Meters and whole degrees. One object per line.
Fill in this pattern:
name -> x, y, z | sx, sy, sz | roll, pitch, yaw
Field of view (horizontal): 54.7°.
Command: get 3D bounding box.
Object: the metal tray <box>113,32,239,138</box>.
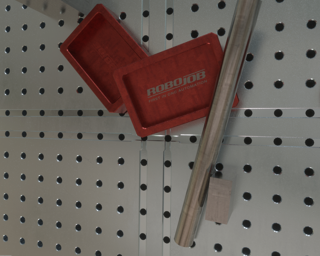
metal tray -> 0.020, -0.051, 0.380 | 0.130, 0.030, 0.090 | -19, 101, 11

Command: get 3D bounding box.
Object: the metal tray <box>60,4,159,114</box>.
metal tray -> -0.069, -0.095, 0.433 | 0.090, 0.030, 0.130 | -43, 77, 14

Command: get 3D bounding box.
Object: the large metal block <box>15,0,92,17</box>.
large metal block -> -0.152, -0.195, 0.435 | 0.080, 0.080, 0.050 | 10, 93, 19

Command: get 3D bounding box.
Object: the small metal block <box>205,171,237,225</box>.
small metal block -> 0.074, 0.082, 0.373 | 0.025, 0.050, 0.050 | 7, 93, 19

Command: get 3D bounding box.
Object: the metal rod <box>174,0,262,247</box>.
metal rod -> 0.062, 0.007, 0.361 | 0.025, 0.025, 0.298 | 18, 107, 18
